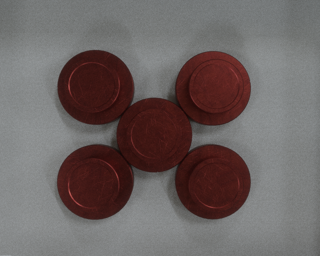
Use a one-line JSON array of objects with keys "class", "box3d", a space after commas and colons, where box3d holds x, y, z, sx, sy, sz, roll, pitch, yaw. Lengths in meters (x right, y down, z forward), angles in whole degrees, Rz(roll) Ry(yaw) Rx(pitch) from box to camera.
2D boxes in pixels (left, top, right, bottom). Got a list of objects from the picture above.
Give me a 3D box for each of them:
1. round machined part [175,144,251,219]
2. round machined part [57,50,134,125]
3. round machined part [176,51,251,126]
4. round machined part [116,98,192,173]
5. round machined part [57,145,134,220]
[{"class": "round machined part", "box3d": [0.070, 0.071, 0.403, 0.099, 0.042, 0.097, 0, 90, -1]}, {"class": "round machined part", "box3d": [-0.084, -0.053, 0.400, 0.099, 0.042, 0.097, 0, 90, -1]}, {"class": "round machined part", "box3d": [0.070, -0.052, 0.403, 0.099, 0.042, 0.097, 0, 90, -1]}, {"class": "round machined part", "box3d": [-0.007, 0.009, 0.401, 0.099, 0.042, 0.097, 0, 90, -1]}, {"class": "round machined part", "box3d": [-0.084, 0.071, 0.401, 0.099, 0.042, 0.097, 0, 90, -1]}]
